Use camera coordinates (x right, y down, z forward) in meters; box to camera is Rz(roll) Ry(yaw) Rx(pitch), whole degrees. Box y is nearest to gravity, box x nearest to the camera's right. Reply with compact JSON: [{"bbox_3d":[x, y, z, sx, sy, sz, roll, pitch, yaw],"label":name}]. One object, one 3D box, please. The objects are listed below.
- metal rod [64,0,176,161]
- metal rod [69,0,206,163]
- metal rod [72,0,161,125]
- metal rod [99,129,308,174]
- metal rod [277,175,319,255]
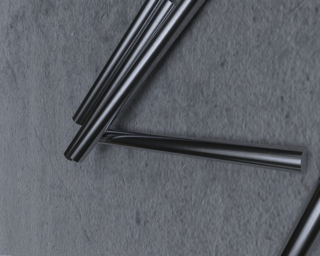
[{"bbox_3d":[-0.067,-0.055,0.457,0.298,0.025,0.025,-51,61,27],"label":"metal rod"},{"bbox_3d":[-0.035,-0.064,0.412,0.299,0.025,0.025,-50,61,21],"label":"metal rod"},{"bbox_3d":[-0.048,-0.115,0.442,0.298,0.025,0.025,-50,61,28],"label":"metal rod"},{"bbox_3d":[0.020,0.022,0.386,0.300,0.025,0.025,5,93,39],"label":"metal rod"},{"bbox_3d":[0.128,0.123,0.298,0.025,0.025,0.298,31,109,35],"label":"metal rod"}]
